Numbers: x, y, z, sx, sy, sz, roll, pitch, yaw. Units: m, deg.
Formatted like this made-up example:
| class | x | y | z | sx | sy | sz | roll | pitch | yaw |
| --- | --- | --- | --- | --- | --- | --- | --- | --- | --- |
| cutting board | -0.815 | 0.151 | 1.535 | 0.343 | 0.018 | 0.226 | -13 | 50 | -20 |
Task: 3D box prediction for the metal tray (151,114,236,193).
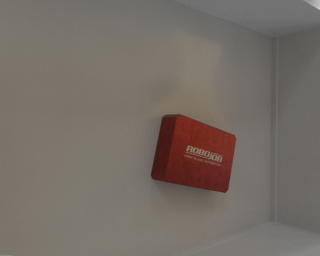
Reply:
| class | x | y | z | sx | sy | sz | roll | pitch | yaw |
| --- | --- | --- | --- | --- | --- | --- | --- | --- | --- |
| metal tray | 0.053 | 0.040 | 0.447 | 0.131 | 0.030 | 0.090 | 18 | 79 | -38 |
